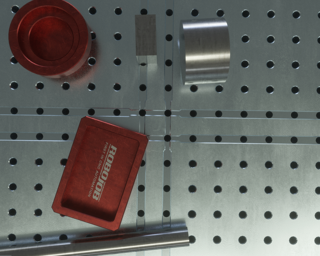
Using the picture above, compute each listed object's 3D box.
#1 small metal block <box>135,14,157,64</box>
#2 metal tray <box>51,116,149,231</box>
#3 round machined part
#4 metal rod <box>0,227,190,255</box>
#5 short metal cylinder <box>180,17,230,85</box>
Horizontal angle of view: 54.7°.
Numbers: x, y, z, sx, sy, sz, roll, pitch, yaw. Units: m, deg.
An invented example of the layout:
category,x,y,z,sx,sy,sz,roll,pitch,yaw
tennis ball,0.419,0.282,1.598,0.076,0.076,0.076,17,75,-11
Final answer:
category,x,y,z,sx,sy,sz,roll,pitch,yaw
small metal block,-0.017,-0.113,0.401,0.025,0.050,0.050,-2,90,0
metal tray,-0.077,0.058,0.409,0.090,0.030,0.129,18,90,-1
round machined part,-0.138,-0.113,0.403,0.099,0.042,0.097,0,90,-1
metal rod,-0.112,0.160,0.412,0.302,0.025,0.025,-6,90,-1
short metal cylinder,0.053,-0.095,0.387,0.050,0.080,0.079,-4,90,0
